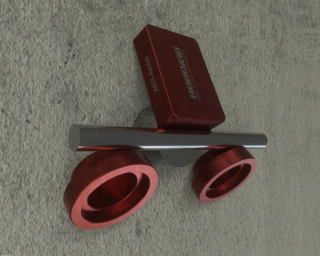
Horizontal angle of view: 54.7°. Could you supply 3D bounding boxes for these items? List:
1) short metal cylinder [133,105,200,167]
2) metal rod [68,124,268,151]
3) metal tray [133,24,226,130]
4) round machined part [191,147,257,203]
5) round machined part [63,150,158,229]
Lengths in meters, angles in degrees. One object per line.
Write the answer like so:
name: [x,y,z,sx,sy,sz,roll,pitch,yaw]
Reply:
short metal cylinder: [0.011,0.008,0.401,0.081,0.050,0.079,0,90,-40]
metal rod: [0.038,0.014,0.376,0.302,0.025,0.025,3,88,-40]
metal tray: [0.024,-0.061,0.390,0.091,0.030,0.130,3,62,-40]
round machined part: [0.087,0.061,0.448,0.099,0.042,0.097,-22,144,-17]
round machined part: [-0.055,0.059,0.330,0.099,0.042,0.097,-24,141,-21]
